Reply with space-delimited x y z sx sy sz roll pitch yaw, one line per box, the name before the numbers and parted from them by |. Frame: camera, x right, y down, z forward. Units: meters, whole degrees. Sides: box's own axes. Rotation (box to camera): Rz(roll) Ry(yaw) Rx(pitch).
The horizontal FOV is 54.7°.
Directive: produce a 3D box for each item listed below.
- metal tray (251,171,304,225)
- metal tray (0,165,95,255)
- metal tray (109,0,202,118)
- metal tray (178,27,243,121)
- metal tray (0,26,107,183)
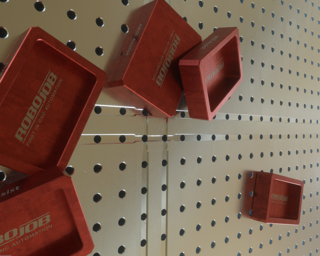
metal tray | 0.233 0.139 0.605 0.131 0.030 0.090 17 79 -39
metal tray | -0.133 0.100 0.272 0.131 0.030 0.089 -23 114 -28
metal tray | -0.001 -0.089 0.407 0.090 0.030 0.130 33 70 -35
metal tray | 0.079 -0.081 0.447 0.131 0.030 0.089 -46 133 -40
metal tray | -0.118 -0.021 0.307 0.090 0.030 0.130 33 70 -36
